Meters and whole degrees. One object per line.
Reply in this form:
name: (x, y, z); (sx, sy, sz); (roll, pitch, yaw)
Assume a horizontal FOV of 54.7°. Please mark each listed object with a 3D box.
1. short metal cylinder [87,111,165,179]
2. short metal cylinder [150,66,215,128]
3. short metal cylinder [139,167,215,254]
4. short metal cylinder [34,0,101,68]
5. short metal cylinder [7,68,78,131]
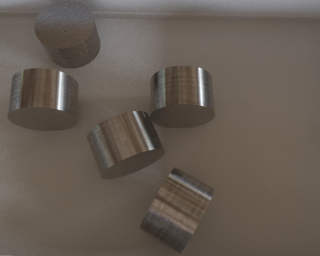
short metal cylinder: (-0.041, 0.022, 0.372); (0.080, 0.080, 0.050); (-22, 72, -8)
short metal cylinder: (0.028, -0.037, 0.394); (0.081, 0.080, 0.050); (0, 70, -1)
short metal cylinder: (0.020, 0.091, 0.348); (0.050, 0.080, 0.080); (29, 73, 10)
short metal cylinder: (-0.130, -0.133, 0.443); (0.081, 0.050, 0.080); (0, 70, 0)
short metal cylinder: (-0.145, -0.033, 0.391); (0.081, 0.080, 0.050); (-3, 70, -2)
